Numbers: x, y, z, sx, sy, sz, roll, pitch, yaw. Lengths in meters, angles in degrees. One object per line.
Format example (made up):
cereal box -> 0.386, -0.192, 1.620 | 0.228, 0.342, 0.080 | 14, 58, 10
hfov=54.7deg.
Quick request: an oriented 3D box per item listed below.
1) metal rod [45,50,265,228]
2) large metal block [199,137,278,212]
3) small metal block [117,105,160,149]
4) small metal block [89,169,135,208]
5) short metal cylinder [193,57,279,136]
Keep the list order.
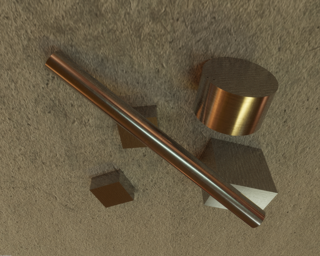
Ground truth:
metal rod -> -0.001, 0.016, 0.356 | 0.301, 0.025, 0.025 | 38, 122, -5
large metal block -> 0.103, 0.066, 0.429 | 0.081, 0.080, 0.050 | 13, 129, -12
small metal block -> -0.027, -0.001, 0.406 | 0.050, 0.025, 0.050 | -4, 130, 3
small metal block -> -0.074, 0.096, 0.488 | 0.050, 0.025, 0.050 | -18, 128, 14
short metal cylinder -> 0.081, -0.036, 0.341 | 0.081, 0.080, 0.050 | 5, 130, -5
